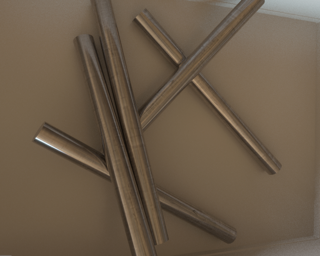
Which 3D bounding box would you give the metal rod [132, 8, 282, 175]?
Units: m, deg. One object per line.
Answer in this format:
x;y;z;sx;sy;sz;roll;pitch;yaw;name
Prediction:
0.074;-0.042;0.437;0.300;0.025;0.025;46;76;-14;metal rod

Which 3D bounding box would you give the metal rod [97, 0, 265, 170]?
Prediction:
0.026;-0.063;0.396;0.025;0.025;0.300;44;85;-15;metal rod

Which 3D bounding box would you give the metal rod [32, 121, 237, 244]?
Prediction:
-0.013;0.079;0.387;0.301;0.025;0.025;34;79;-24;metal rod

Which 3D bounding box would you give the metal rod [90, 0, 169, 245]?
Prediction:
-0.038;-0.017;0.364;0.025;0.025;0.299;-11;82;-20;metal rod

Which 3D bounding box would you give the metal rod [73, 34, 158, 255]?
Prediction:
-0.048;0.031;0.344;0.025;0.025;0.299;-13;76;-20;metal rod
